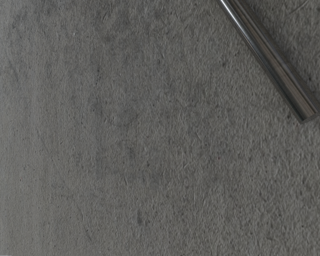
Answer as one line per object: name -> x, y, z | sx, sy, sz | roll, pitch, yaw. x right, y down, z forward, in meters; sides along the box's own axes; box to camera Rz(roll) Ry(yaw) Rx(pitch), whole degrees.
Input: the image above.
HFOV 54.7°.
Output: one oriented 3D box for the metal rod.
metal rod -> 0.080, -0.136, 0.339 | 0.025, 0.025, 0.299 | -40, 66, 33
